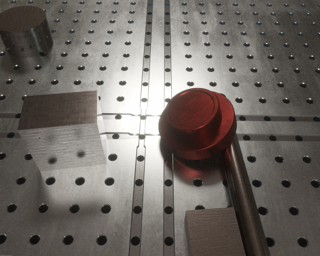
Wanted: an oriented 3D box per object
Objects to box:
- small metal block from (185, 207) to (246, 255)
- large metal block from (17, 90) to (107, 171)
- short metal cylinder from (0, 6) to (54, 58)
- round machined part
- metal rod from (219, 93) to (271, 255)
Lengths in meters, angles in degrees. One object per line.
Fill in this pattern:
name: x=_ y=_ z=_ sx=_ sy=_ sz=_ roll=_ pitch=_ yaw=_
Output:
small metal block: x=0.054 y=0.111 z=0.315 sx=0.050 sy=0.025 sz=0.050 roll=-3 pitch=50 yaw=-3
large metal block: x=-0.109 y=0.005 z=0.366 sx=0.081 sy=0.080 sz=0.050 roll=-6 pitch=51 yaw=-5
short metal cylinder: x=-0.229 y=-0.164 z=0.526 sx=0.081 sy=0.050 sz=0.080 roll=0 pitch=50 yaw=0
round machined part: x=0.044 y=-0.012 z=0.389 sx=0.098 sy=0.042 sz=0.098 roll=-11 pitch=50 yaw=14
metal rod: x=0.091 y=0.074 z=0.346 sx=0.025 sy=0.025 sz=0.300 roll=-2 pitch=50 yaw=-2
